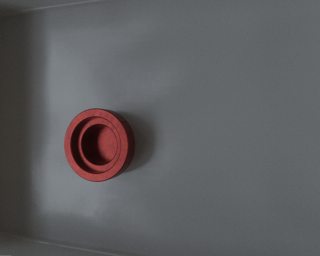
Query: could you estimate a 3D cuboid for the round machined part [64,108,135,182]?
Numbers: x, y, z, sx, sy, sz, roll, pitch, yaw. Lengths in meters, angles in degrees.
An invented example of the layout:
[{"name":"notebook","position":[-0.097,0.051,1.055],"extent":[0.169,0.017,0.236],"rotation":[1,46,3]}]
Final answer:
[{"name":"round machined part","position":[-0.079,0.023,0.430],"extent":[0.098,0.042,0.097],"rotation":[0,90,20]}]
